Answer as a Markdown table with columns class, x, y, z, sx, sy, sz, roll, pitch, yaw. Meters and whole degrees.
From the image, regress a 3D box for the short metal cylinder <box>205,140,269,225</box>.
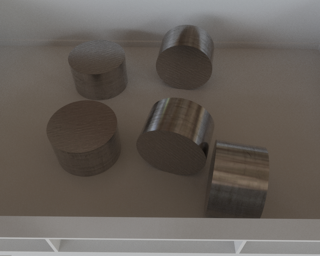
| class | x | y | z | sx | sy | sz | roll | pitch | yaw |
| --- | --- | --- | --- | --- | --- | --- | --- | --- | --- |
| short metal cylinder | 0.078 | 0.055 | 0.324 | 0.050 | 0.080 | 0.080 | 9 | 51 | 7 |

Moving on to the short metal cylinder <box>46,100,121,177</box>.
| class | x | y | z | sx | sy | sz | roll | pitch | yaw |
| --- | --- | --- | --- | --- | --- | --- | --- | --- | --- |
| short metal cylinder | -0.090 | 0.012 | 0.378 | 0.081 | 0.050 | 0.080 | 0 | 50 | 0 |

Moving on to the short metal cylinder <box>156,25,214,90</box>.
| class | x | y | z | sx | sy | sz | roll | pitch | yaw |
| --- | --- | --- | --- | --- | --- | --- | --- | --- | --- |
| short metal cylinder | 0.038 | -0.103 | 0.456 | 0.080 | 0.080 | 0.050 | 7 | 51 | 6 |

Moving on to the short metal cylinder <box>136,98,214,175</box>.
| class | x | y | z | sx | sy | sz | roll | pitch | yaw |
| --- | --- | --- | --- | --- | --- | --- | --- | --- | --- |
| short metal cylinder | 0.019 | 0.011 | 0.361 | 0.080 | 0.080 | 0.050 | 13 | 51 | 10 |

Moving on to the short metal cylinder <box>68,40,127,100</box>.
| class | x | y | z | sx | sy | sz | roll | pitch | yaw |
| --- | --- | --- | --- | --- | --- | --- | --- | --- | --- |
| short metal cylinder | -0.090 | -0.087 | 0.461 | 0.081 | 0.050 | 0.080 | 0 | 50 | 0 |
